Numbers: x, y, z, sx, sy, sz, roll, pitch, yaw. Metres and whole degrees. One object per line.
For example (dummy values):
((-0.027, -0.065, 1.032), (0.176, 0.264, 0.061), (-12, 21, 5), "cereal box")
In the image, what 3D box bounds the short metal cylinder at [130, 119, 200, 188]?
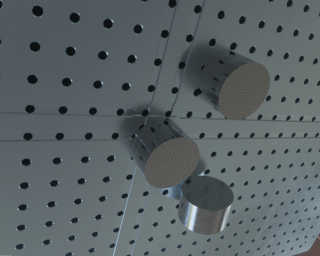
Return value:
((0.006, 0.035, 0.422), (0.081, 0.050, 0.079), (-14, 125, -21), "short metal cylinder")

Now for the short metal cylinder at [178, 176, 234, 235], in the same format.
((0.072, 0.121, 0.492), (0.081, 0.080, 0.050), (-8, 122, -24), "short metal cylinder")

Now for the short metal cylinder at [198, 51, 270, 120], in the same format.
((0.098, -0.057, 0.415), (0.081, 0.050, 0.079), (-14, 125, -21), "short metal cylinder")
